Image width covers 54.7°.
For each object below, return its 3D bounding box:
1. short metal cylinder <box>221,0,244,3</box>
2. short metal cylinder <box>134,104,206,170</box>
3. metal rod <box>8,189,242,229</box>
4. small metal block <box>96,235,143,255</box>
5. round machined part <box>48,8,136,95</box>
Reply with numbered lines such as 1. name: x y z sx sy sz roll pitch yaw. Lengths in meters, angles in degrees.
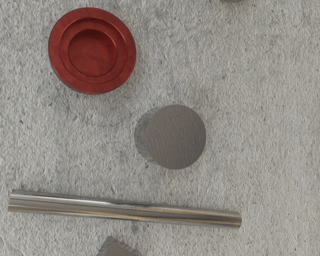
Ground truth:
1. short metal cylinder: 0.097 -0.218 0.415 0.080 0.080 0.050 38 78 -16
2. short metal cylinder: 0.012 0.011 0.400 0.081 0.050 0.079 0 90 -20
3. metal rod: -0.028 0.107 0.398 0.302 0.025 0.025 11 87 -20
4. small metal block: -0.055 0.172 0.389 0.050 0.025 0.050 35 79 -17
5. round machined part: -0.081 -0.088 0.370 0.099 0.042 0.097 0 90 -20
